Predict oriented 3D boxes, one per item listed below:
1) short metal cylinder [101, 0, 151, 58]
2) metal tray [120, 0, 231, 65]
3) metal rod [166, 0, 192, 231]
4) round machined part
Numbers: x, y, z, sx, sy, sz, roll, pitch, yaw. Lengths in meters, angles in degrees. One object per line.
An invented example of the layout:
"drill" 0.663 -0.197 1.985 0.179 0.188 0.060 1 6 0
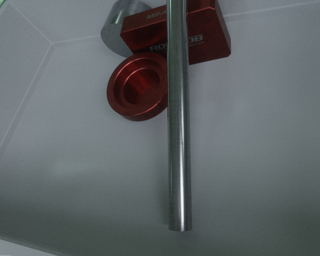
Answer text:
"short metal cylinder" -0.046 -0.154 0.487 0.080 0.080 0.050 3 64 29
"metal tray" 0.023 -0.125 0.427 0.130 0.090 0.030 -8 59 23
"metal rod" 0.021 -0.040 0.349 0.025 0.025 0.298 -4 82 26
"round machined part" -0.021 -0.054 0.433 0.098 0.042 0.098 -10 65 22
